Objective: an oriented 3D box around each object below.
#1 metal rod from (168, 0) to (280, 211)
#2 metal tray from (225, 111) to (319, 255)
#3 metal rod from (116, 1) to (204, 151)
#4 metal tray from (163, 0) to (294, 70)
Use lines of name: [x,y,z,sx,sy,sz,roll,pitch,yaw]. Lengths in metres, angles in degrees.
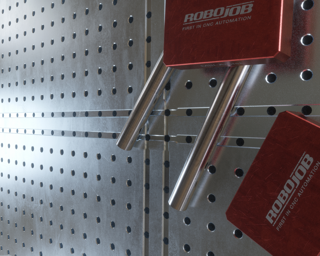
metal rod: [0.075,-0.036,0.346,0.025,0.025,0.298,34,110,34]
metal tray: [0.131,0.059,0.297,0.090,0.030,0.129,35,111,34]
metal rod: [0.016,-0.095,0.394,0.025,0.025,0.298,44,116,31]
metal tray: [0.064,-0.110,0.318,0.130,0.030,0.089,4,93,39]
